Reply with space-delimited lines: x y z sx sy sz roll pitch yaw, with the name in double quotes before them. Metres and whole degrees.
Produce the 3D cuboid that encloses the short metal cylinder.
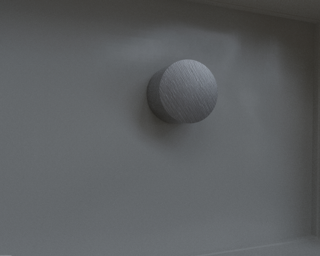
"short metal cylinder" 0.028 -0.046 0.409 0.081 0.050 0.079 0 90 -21
